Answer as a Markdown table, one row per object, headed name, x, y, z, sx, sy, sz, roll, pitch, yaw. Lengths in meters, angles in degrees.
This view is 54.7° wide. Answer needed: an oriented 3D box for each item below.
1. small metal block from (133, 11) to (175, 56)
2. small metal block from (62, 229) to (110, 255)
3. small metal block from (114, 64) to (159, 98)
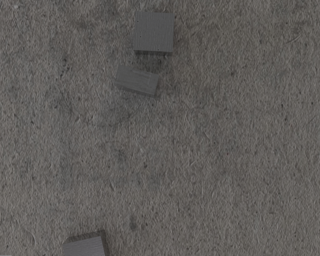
| name | x | y | z | sx | sy | sz | roll | pitch | yaw |
| --- | --- | --- | --- | --- | --- | --- | --- | --- | --- |
| small metal block | -0.008 | -0.124 | 0.410 | 0.050 | 0.025 | 0.050 | 3 | 90 | 0 |
| small metal block | -0.095 | 0.168 | 0.409 | 0.050 | 0.025 | 0.050 | -12 | 90 | 0 |
| small metal block | -0.028 | -0.058 | 0.397 | 0.050 | 0.050 | 0.025 | 15 | 90 | 0 |
